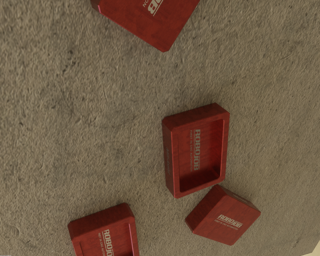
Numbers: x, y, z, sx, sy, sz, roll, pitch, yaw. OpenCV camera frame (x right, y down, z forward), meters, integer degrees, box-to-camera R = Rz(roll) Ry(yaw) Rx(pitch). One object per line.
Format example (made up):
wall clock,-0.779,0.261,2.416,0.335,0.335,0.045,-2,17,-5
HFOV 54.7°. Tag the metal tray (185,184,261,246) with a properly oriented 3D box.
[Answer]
metal tray,0.119,0.163,0.569,0.130,0.030,0.090,32,100,-38

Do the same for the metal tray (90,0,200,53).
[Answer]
metal tray,0.002,-0.154,0.309,0.090,0.030,0.129,24,106,-37

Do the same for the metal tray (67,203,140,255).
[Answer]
metal tray,-0.081,0.182,0.471,0.091,0.030,0.129,-16,125,-20

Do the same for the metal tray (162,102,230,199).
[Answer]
metal tray,0.053,0.035,0.453,0.091,0.030,0.129,-17,125,-19
